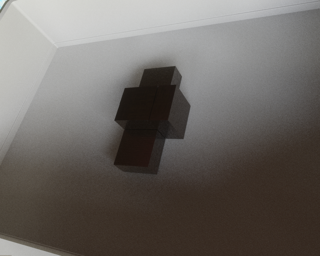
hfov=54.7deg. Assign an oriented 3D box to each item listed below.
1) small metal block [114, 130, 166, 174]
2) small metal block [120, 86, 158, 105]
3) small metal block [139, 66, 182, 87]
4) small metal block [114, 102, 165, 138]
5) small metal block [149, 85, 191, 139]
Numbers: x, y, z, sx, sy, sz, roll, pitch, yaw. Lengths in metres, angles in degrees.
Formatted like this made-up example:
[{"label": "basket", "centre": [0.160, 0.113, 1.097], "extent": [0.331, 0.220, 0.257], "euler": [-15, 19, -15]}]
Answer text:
[{"label": "small metal block", "centre": [-0.026, 0.030, 0.398], "extent": [0.050, 0.025, 0.050], "euler": [0, 62, 28]}, {"label": "small metal block", "centre": [-0.017, -0.031, 0.415], "extent": [0.050, 0.050, 0.025], "euler": [0, 62, 28]}, {"label": "small metal block", "centre": [-0.001, -0.058, 0.440], "extent": [0.050, 0.025, 0.050], "euler": [0, 62, 28]}, {"label": "small metal block", "centre": [-0.022, -0.009, 0.405], "extent": [0.050, 0.050, 0.025], "euler": [0, 62, 28]}, {"label": "small metal block", "centre": [0.014, -0.019, 0.392], "extent": [0.025, 0.050, 0.050], "euler": [0, 62, 28]}]
